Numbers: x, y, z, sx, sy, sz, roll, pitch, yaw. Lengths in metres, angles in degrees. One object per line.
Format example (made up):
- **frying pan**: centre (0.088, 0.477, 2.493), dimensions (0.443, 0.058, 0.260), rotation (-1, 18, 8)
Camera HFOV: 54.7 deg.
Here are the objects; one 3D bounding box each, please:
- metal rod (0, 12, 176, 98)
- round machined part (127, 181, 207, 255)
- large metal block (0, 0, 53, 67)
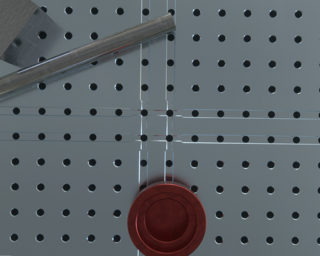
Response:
- **metal rod**: centre (-0.124, -0.088, 0.412), dimensions (0.301, 0.025, 0.025), rotation (-21, 90, 0)
- **round machined part**: centre (0.009, 0.118, 0.405), dimensions (0.099, 0.042, 0.097), rotation (0, 90, 0)
- **large metal block**: centre (-0.203, -0.139, 0.399), dimensions (0.080, 0.050, 0.080), rotation (37, 90, 0)
